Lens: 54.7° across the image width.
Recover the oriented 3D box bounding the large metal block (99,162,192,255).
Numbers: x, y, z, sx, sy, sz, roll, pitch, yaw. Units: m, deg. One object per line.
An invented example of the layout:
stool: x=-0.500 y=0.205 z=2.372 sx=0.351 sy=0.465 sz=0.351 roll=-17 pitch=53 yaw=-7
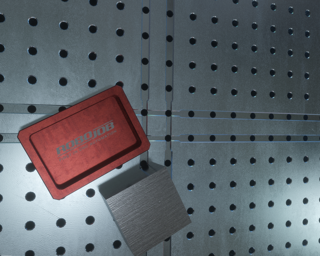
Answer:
large metal block: x=-0.019 y=0.100 z=0.392 sx=0.081 sy=0.050 sz=0.080 roll=-27 pitch=99 yaw=-18

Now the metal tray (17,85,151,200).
metal tray: x=-0.089 y=0.015 z=0.377 sx=0.131 sy=0.030 sz=0.090 roll=-29 pitch=100 yaw=-18
